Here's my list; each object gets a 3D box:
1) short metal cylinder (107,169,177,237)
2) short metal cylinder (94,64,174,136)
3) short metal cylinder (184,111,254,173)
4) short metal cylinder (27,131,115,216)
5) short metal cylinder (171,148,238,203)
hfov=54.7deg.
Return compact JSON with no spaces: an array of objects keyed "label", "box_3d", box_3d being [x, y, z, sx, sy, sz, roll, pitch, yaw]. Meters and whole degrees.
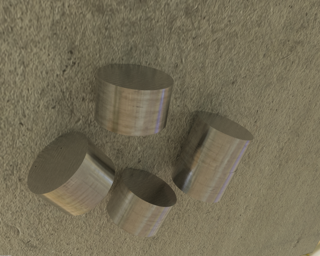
[{"label":"short metal cylinder","box_3d":[-0.025,0.099,0.419,0.081,0.080,0.050,16,110,-35]},{"label":"short metal cylinder","box_3d":[-0.029,-0.033,0.335,0.081,0.080,0.050,-5,121,-26]},{"label":"short metal cylinder","box_3d":[0.080,0.018,0.425,0.081,0.080,0.050,9,114,-32]},{"label":"short metal cylinder","box_3d":[-0.099,0.050,0.348,0.080,0.080,0.050,-39,129,-2]},{"label":"short metal cylinder","box_3d":[0.063,0.061,0.443,0.081,0.080,0.050,9,114,-32]}]
